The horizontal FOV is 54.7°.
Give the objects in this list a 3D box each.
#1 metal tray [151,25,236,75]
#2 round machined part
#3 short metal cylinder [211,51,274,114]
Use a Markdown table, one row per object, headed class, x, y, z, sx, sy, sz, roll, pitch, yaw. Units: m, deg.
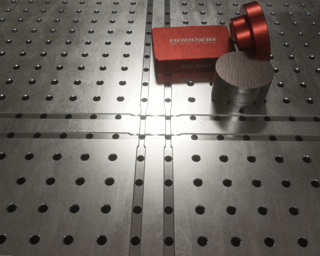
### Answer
| class | x | y | z | sx | sy | sz | roll | pitch | yaw |
| --- | --- | --- | --- | --- | --- | --- | --- | --- | --- |
| metal tray | 0.054 | -0.132 | 0.516 | 0.131 | 0.030 | 0.090 | -3 | 50 | -3 |
| round machined part | 0.137 | -0.143 | 0.485 | 0.042 | 0.098 | 0.098 | -14 | 50 | 10 |
| short metal cylinder | 0.118 | -0.067 | 0.449 | 0.081 | 0.050 | 0.080 | 0 | 50 | 0 |
